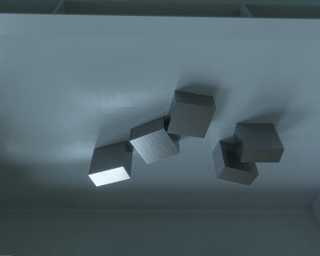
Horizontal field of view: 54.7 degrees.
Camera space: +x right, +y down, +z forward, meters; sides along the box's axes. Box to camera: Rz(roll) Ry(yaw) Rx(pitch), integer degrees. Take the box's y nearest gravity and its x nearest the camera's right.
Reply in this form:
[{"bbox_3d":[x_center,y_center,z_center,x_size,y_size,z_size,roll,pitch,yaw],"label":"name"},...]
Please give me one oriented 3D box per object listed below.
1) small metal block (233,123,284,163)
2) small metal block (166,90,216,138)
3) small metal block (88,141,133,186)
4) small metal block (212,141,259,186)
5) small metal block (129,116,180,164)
[{"bbox_3d":[0.129,0.019,0.411,0.050,0.050,0.025,1,130,-1],"label":"small metal block"},{"bbox_3d":[0.038,-0.017,0.396,0.050,0.025,0.050,8,130,-8],"label":"small metal block"},{"bbox_3d":[-0.068,0.049,0.434,0.050,0.050,0.025,-15,129,12],"label":"small metal block"},{"bbox_3d":[0.105,0.049,0.436,0.050,0.050,0.025,14,129,-12],"label":"small metal block"},{"bbox_3d":[-0.007,0.018,0.424,0.050,0.025,0.050,-21,128,16],"label":"small metal block"}]
